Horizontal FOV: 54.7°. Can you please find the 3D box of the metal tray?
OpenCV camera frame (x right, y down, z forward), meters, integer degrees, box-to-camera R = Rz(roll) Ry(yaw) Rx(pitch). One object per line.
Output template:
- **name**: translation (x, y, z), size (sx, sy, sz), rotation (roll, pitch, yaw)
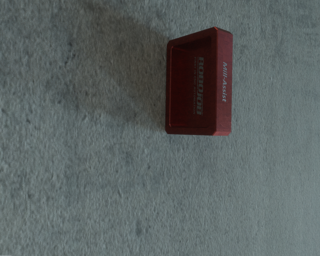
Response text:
- **metal tray**: translation (0.048, -0.056, 0.404), size (0.030, 0.090, 0.129), rotation (2, 89, -40)
